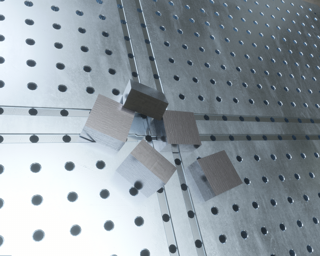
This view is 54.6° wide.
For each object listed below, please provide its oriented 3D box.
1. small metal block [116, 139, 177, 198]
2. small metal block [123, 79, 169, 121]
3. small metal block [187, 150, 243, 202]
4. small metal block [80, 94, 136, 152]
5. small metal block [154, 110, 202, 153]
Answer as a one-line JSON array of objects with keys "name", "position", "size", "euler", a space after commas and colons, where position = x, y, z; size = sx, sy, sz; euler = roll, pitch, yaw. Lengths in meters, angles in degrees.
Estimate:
[{"name": "small metal block", "position": [-0.017, 0.047, 0.354], "size": [0.050, 0.050, 0.025], "euler": [41, 51, -1]}, {"name": "small metal block", "position": [-0.020, -0.037, 0.404], "size": [0.050, 0.025, 0.050], "euler": [21, 18, -15]}, {"name": "small metal block", "position": [0.073, 0.062, 0.409], "size": [0.050, 0.025, 0.050], "euler": [-15, 69, -34]}, {"name": "small metal block", "position": [-0.062, -0.007, 0.378], "size": [0.050, 0.025, 0.050], "euler": [24, 53, -13]}, {"name": "small metal block", "position": [0.023, 0.005, 0.417], "size": [0.050, 0.025, 0.050], "euler": [3, 60, -27]}]
